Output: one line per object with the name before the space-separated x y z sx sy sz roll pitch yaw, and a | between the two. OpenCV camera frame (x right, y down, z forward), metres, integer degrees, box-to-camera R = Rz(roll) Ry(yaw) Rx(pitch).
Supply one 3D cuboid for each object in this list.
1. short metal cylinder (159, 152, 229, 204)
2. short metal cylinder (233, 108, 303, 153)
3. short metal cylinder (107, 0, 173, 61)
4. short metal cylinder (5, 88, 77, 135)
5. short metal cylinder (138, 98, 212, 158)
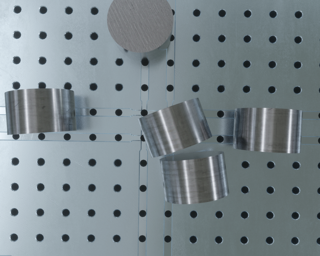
short metal cylinder | 0.043 0.059 0.386 0.080 0.080 0.050 -7 90 0
short metal cylinder | 0.133 0.003 0.387 0.081 0.080 0.050 3 90 0
short metal cylinder | -0.024 -0.131 0.400 0.081 0.050 0.079 0 90 0
short metal cylinder | -0.147 -0.019 0.385 0.081 0.080 0.050 -4 90 0
short metal cylinder | 0.018 -0.001 0.386 0.080 0.080 0.050 -20 90 0
